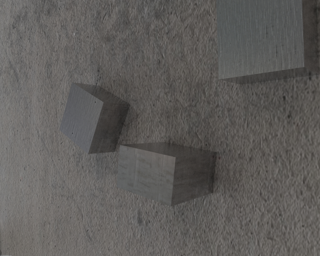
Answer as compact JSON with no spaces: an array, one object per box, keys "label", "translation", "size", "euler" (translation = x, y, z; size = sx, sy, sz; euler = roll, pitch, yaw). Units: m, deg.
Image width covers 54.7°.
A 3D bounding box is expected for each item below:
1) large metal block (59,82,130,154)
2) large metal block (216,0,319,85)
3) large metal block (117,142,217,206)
[{"label":"large metal block","translation":[-0.101,-0.016,0.472],"size":[0.080,0.050,0.079],"euler":[31,110,35]},{"label":"large metal block","translation":[0.104,-0.089,0.303],"size":[0.080,0.050,0.080],"euler":[-2,89,40]},{"label":"large metal block","translation":[0.008,0.048,0.362],"size":[0.080,0.081,0.050],"euler":[9,96,39]}]
